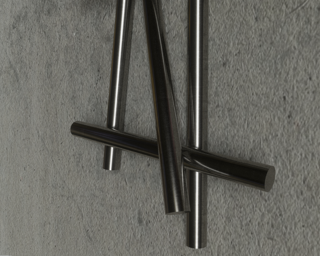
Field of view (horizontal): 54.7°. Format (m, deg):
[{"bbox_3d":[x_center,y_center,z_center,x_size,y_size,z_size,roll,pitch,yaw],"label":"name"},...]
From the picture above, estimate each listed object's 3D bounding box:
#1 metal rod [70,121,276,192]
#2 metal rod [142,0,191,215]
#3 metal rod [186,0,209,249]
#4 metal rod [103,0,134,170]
[{"bbox_3d":[-0.012,0.024,0.381,0.300,0.025,0.025,11,97,39],"label":"metal rod"},{"bbox_3d":[0.002,-0.054,0.361,0.025,0.025,0.299,-25,62,37],"label":"metal rod"},{"bbox_3d":[0.044,-0.010,0.368,0.025,0.025,0.298,1,90,40],"label":"metal rod"},{"bbox_3d":[-0.059,-0.087,0.453,0.025,0.025,0.298,9,96,39],"label":"metal rod"}]
